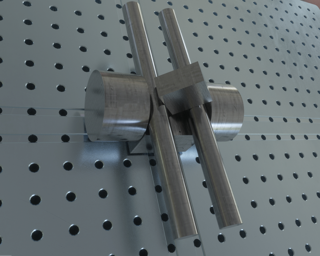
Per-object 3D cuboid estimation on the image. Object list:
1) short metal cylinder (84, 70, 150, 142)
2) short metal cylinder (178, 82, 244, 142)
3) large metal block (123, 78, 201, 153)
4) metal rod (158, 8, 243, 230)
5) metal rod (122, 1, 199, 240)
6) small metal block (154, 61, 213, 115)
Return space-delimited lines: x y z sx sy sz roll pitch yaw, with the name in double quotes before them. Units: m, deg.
"short metal cylinder" -0.051 -0.024 0.355 0.050 0.080 0.080 2 61 -28
"short metal cylinder" 0.066 -0.021 0.416 0.050 0.080 0.080 0 62 -27
"large metal block" 0.001 -0.015 0.397 0.081 0.050 0.080 1 61 -28
"metal rod" 0.042 -0.031 0.381 0.025 0.025 0.299 1 61 -28
"metal rod" -0.007 -0.029 0.354 0.025 0.025 0.299 1 61 -28
"small metal block" 0.027 -0.043 0.348 0.050 0.050 0.025 -19 65 12
